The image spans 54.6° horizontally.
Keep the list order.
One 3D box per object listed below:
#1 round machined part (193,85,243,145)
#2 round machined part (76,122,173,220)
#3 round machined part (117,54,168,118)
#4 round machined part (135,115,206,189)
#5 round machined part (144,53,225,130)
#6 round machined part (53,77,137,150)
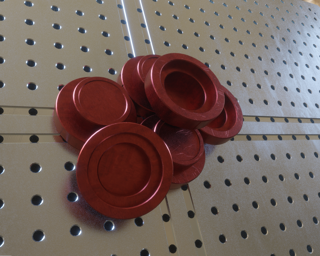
[{"bbox_3d":[0.065,-0.019,0.443,0.099,0.042,0.098,13,56,-21],"label":"round machined part"},{"bbox_3d":[-0.039,0.044,0.332,0.099,0.042,0.098,1,84,-14],"label":"round machined part"},{"bbox_3d":[-0.007,-0.063,0.432,0.099,0.042,0.098,13,56,-21],"label":"round machined part"},{"bbox_3d":[0.016,0.023,0.390,0.099,0.042,0.098,13,56,-21],"label":"round machined part"},{"bbox_3d":[0.026,-0.040,0.380,0.099,0.042,0.098,13,56,-21],"label":"round machined part"},{"bbox_3d":[-0.073,-0.022,0.371,0.099,0.042,0.098,13,56,-21],"label":"round machined part"}]
